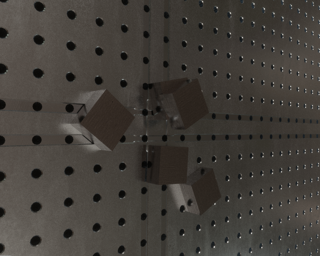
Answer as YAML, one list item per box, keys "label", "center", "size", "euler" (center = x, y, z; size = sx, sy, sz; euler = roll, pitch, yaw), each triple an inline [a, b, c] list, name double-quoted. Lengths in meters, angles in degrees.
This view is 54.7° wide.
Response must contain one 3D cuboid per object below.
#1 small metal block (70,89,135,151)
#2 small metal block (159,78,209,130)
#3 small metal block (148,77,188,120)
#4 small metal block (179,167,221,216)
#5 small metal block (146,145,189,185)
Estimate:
- label: "small metal block"
  center: [-0.065, -0.009, 0.356]
  size: [0.050, 0.025, 0.050]
  euler: [46, 62, -30]
- label: "small metal block"
  center: [0.033, -0.032, 0.406]
  size: [0.050, 0.025, 0.050]
  euler: [-34, 112, -35]
- label: "small metal block"
  center: [0.015, -0.040, 0.424]
  size: [0.050, 0.025, 0.050]
  euler: [-16, 101, -39]
- label: "small metal block"
  center: [0.061, 0.093, 0.463]
  size: [0.050, 0.025, 0.050]
  euler: [-30, 109, -36]
- label: "small metal block"
  center: [0.011, 0.050, 0.421]
  size: [0.050, 0.025, 0.050]
  euler: [6, 87, -40]
